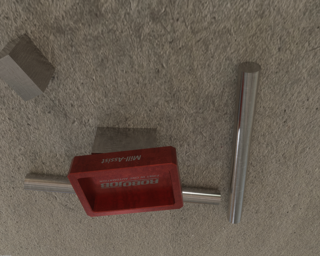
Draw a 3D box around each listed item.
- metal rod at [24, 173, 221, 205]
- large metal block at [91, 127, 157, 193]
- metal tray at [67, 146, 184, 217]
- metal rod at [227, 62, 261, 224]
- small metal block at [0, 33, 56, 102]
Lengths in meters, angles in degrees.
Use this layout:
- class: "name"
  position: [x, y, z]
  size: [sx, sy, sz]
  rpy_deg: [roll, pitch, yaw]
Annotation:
- class: "metal rod"
  position: [-0.054, 0.098, 0.489]
  size: [0.302, 0.025, 0.025]
  rpy_deg: [6, 130, -6]
- class: "large metal block"
  position: [-0.046, 0.046, 0.429]
  size: [0.081, 0.050, 0.079]
  rpy_deg: [1, 130, -2]
- class: "metal tray"
  position: [-0.040, 0.071, 0.398]
  size: [0.131, 0.030, 0.089]
  rpy_deg: [-7, 130, 5]
- class: "metal rod"
  position: [0.116, 0.044, 0.446]
  size: [0.025, 0.025, 0.298]
  rpy_deg: [-5, 130, 3]
- class: "small metal block"
  position: [-0.145, -0.065, 0.333]
  size: [0.025, 0.050, 0.050]
  rpy_deg: [-22, 127, 17]
